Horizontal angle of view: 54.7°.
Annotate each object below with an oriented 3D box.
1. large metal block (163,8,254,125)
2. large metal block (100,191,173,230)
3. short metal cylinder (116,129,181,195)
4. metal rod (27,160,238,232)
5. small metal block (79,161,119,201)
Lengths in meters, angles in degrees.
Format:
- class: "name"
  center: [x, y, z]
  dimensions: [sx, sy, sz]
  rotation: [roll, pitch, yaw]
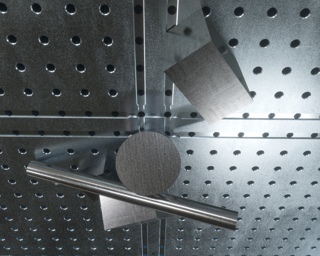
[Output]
- class: "large metal block"
  center: [0.047, -0.064, 0.322]
  dimensions: [0.050, 0.080, 0.080]
  rotation: [-30, 124, 23]
- class: "large metal block"
  center: [-0.034, 0.120, 0.474]
  dimensions: [0.080, 0.050, 0.080]
  rotation: [-17, 161, 14]
- class: "short metal cylinder"
  center: [-0.014, 0.042, 0.406]
  dimensions: [0.081, 0.050, 0.079]
  rotation: [0, 93, 1]
- class: "metal rod"
  center: [-0.047, 0.089, 0.425]
  dimensions: [0.301, 0.025, 0.025]
  rotation: [11, 132, 14]
- class: "small metal block"
  center: [-0.094, 0.084, 0.482]
  dimensions: [0.050, 0.025, 0.050]
  rotation: [-21, 128, 16]
